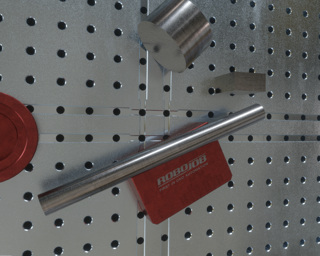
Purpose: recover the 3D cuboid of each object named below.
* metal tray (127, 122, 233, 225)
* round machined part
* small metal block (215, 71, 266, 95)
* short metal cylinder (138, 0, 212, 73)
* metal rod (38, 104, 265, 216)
[{"bbox_3d":[0.025,0.058,0.421,0.131,0.030,0.090,-26,99,-18],"label":"metal tray"},{"bbox_3d":[-0.185,0.009,0.336,0.099,0.042,0.097,0,90,-21],"label":"round machined part"},{"bbox_3d":[0.114,-0.063,0.443,0.050,0.050,0.025,0,90,-20],"label":"small metal block"},{"bbox_3d":[0.019,-0.116,0.391,0.050,0.080,0.080,-46,105,-14],"label":"short metal cylinder"},{"bbox_3d":[0.006,0.030,0.383,0.302,0.025,0.025,-22,98,-19],"label":"metal rod"}]
